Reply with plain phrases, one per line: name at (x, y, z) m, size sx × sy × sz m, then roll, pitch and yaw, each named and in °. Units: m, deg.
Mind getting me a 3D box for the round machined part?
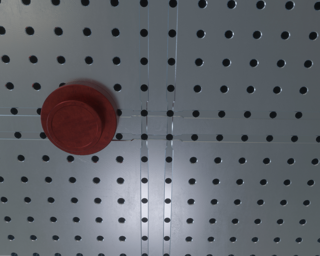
round machined part at (-0.105, -0.008, 0.401) m, size 0.099 × 0.042 × 0.097 m, roll 0°, pitch 110°, yaw 0°
